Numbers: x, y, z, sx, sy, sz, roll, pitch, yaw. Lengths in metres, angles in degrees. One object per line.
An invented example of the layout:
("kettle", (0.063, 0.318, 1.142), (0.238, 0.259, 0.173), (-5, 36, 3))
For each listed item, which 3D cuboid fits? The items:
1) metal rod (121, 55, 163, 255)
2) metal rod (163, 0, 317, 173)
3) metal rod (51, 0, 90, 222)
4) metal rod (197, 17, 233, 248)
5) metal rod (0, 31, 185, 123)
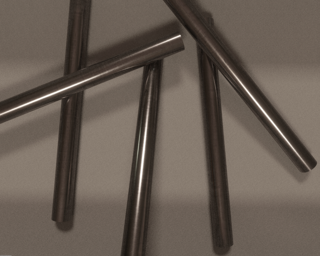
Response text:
("metal rod", (-0.020, 0.042, 0.352), (0.025, 0.025, 0.299), (5, 66, 0))
("metal rod", (0.101, -0.061, 0.393), (0.025, 0.025, 0.300), (-41, 98, 0))
("metal rod", (-0.118, -0.028, 0.409), (0.025, 0.025, 0.298), (5, 90, -1))
("metal rod", (0.072, 0.006, 0.412), (0.025, 0.025, 0.298), (-5, 90, -1))
("metal rod", (-0.114, -0.052, 0.383), (0.301, 0.025, 0.025), (-22, 90, -1))
